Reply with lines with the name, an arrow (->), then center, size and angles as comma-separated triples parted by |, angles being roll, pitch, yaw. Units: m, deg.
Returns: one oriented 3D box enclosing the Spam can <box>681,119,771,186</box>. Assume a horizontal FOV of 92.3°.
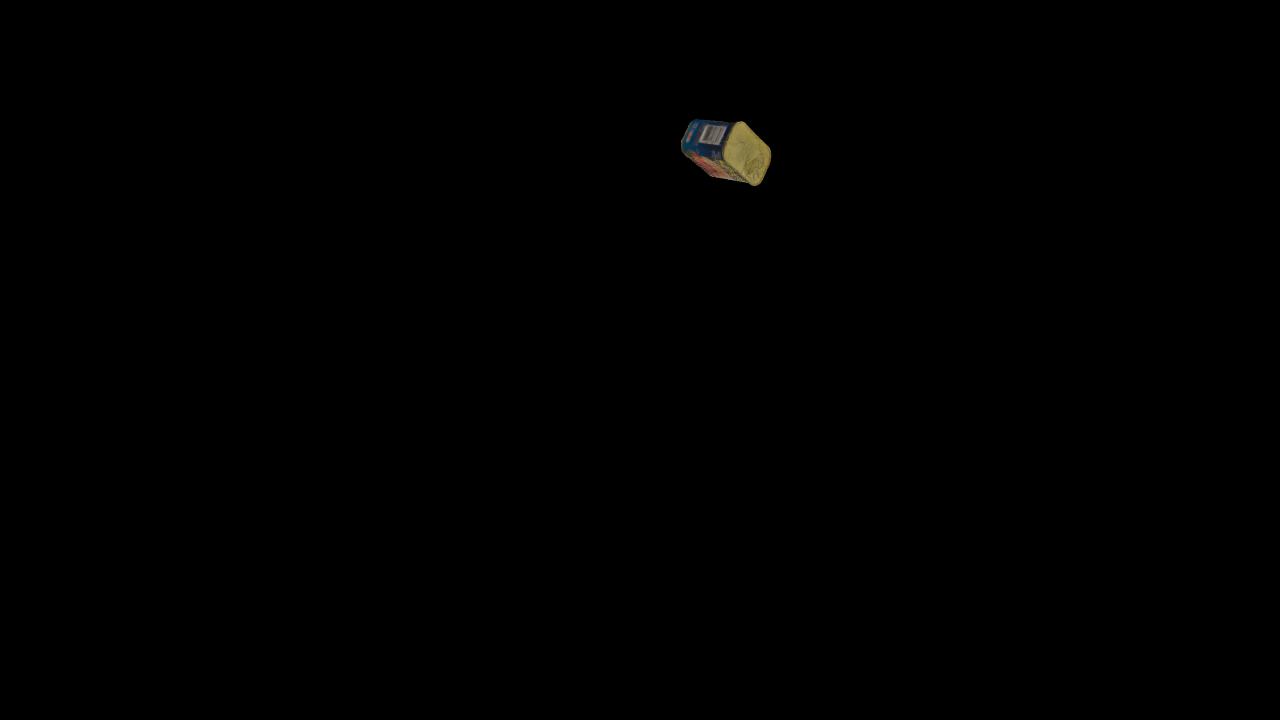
Spam can -> 0.120, -0.291, 0.859 | 0.085, 0.058, 0.101 | 27, 4, 42
